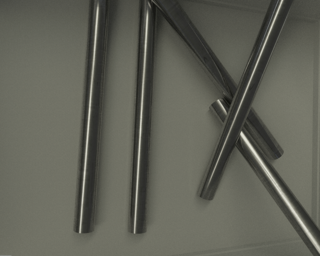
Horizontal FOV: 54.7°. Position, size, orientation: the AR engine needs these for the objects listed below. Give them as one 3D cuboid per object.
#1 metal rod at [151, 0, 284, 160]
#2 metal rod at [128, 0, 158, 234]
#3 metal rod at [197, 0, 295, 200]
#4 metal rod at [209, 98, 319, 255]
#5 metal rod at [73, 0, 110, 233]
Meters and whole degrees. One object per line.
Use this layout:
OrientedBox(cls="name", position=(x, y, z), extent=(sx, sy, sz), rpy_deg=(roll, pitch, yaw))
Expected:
OrientedBox(cls="metal rod", position=(0.087, -0.067, 0.430), extent=(0.025, 0.025, 0.300), rpy_deg=(-46, 110, -14))
OrientedBox(cls="metal rod", position=(-0.022, -0.016, 0.403), extent=(0.025, 0.025, 0.298), rpy_deg=(3, 89, -20))
OrientedBox(cls="metal rod", position=(0.107, -0.040, 0.391), extent=(0.025, 0.025, 0.298), rpy_deg=(11, 109, -20))
OrientedBox(cls="metal rod", position=(0.158, 0.086, 0.400), extent=(0.025, 0.025, 0.299), rpy_deg=(-27, 72, -18))
OrientedBox(cls="metal rod", position=(-0.083, -0.025, 0.380), extent=(0.025, 0.025, 0.298), rpy_deg=(4, 89, -20))
